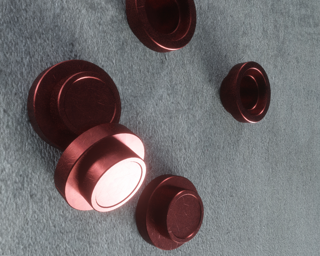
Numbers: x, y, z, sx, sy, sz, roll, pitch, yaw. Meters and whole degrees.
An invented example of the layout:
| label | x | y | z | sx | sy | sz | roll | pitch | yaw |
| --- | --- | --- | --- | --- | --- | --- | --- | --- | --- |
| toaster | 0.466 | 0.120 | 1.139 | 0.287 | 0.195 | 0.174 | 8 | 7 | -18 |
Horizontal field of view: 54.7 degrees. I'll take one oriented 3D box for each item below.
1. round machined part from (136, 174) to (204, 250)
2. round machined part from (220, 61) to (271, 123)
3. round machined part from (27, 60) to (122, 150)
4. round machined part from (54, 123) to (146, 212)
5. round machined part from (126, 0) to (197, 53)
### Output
| label | x | y | z | sx | sy | sz | roll | pitch | yaw |
| --- | --- | --- | --- | --- | --- | --- | --- | --- | --- |
| round machined part | 0.020 | 0.112 | 0.411 | 0.099 | 0.042 | 0.097 | 0 | 90 | -40 |
| round machined part | 0.136 | -0.057 | 0.507 | 0.099 | 0.042 | 0.097 | 0 | 90 | -40 |
| round machined part | -0.082 | -0.023 | 0.325 | 0.099 | 0.042 | 0.097 | 0 | 90 | -40 |
| round machined part | -0.054 | 0.047 | 0.321 | 0.099 | 0.042 | 0.097 | -31 | 140 | -30 |
| round machined part | -0.003 | -0.144 | 0.391 | 0.099 | 0.042 | 0.097 | 0 | 90 | -40 |
